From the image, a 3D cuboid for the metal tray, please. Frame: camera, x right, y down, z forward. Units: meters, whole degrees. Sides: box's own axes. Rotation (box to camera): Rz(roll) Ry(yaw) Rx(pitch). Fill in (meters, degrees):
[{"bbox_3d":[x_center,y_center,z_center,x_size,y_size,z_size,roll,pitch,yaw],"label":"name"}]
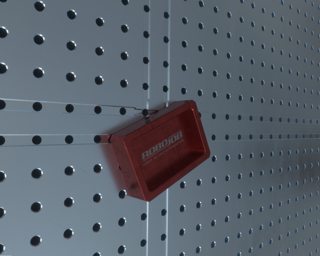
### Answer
[{"bbox_3d":[0.007,0.026,0.413,0.131,0.030,0.089,-30,109,-36],"label":"metal tray"}]
